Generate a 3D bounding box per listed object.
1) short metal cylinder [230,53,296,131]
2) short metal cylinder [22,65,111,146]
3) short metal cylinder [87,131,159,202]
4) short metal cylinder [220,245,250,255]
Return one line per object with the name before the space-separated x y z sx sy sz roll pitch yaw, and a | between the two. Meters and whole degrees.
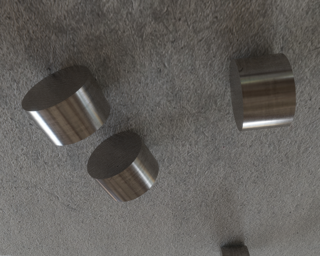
short metal cylinder | 0.109 -0.038 0.339 0.050 0.080 0.080 -7 130 5
short metal cylinder | -0.103 -0.026 0.347 0.080 0.080 0.050 -15 129 12
short metal cylinder | -0.049 0.050 0.413 0.080 0.080 0.050 -20 127 16
short metal cylinder | 0.148 0.274 0.605 0.050 0.080 0.080 -6 130 4
